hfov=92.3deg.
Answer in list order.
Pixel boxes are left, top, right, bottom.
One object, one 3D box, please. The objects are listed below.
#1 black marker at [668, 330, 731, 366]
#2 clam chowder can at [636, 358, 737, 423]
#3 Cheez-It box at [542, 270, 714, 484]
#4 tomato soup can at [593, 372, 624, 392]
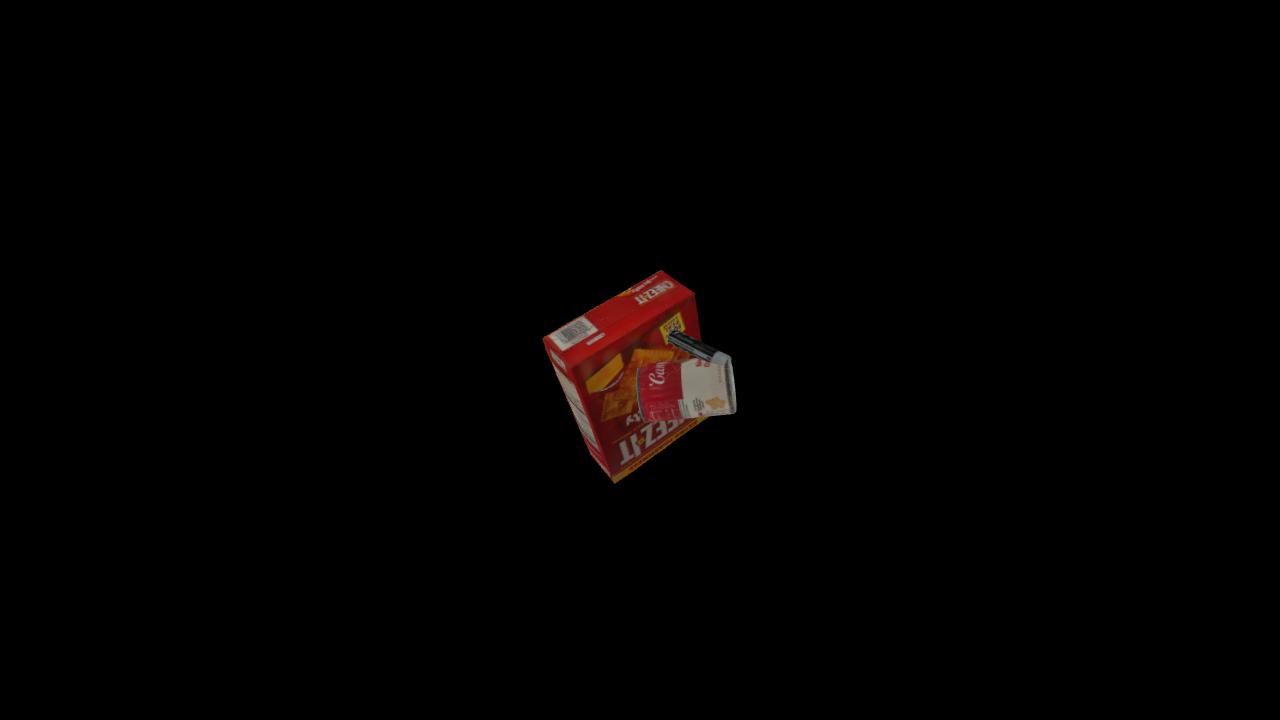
[{"bbox_3d":[0.046,-0.022,0.683,0.121,0.020,0.020,29,13,25],"label":"black marker"},{"bbox_3d":[0.052,0.032,0.683,0.102,0.068,0.068,-6,-1,12],"label":"clam chowder can"},{"bbox_3d":[-0.004,0.026,0.742,0.166,0.223,0.071,-32,48,-17],"label":"Cheez-It box"},{"bbox_3d":[-0.057,0.007,0.712,0.068,0.068,0.101,0,-7,-10],"label":"tomato soup can"}]
